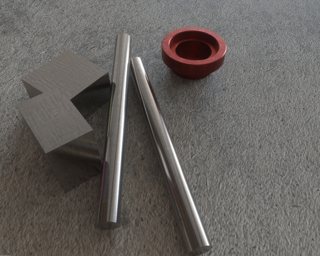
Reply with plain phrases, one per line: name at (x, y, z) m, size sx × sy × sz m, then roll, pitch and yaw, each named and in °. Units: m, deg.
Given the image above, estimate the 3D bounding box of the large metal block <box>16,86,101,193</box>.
large metal block at (-0.112, 0.014, 0.355) m, size 0.050 × 0.080 × 0.080 m, roll -29°, pitch 56°, yaw -22°

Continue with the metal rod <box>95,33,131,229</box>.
metal rod at (-0.056, -0.021, 0.407) m, size 0.025 × 0.025 × 0.300 m, roll 0°, pitch 54°, yaw -1°

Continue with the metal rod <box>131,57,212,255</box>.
metal rod at (0.000, 0.009, 0.395) m, size 0.025 × 0.025 × 0.300 m, roll -12°, pitch 51°, yaw -10°

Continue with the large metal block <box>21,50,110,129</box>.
large metal block at (-0.126, -0.055, 0.431) m, size 0.080 × 0.050 × 0.080 m, roll 30°, pitch 56°, yaw 23°

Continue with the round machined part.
round machined part at (0.052, -0.114, 0.488) m, size 0.099 × 0.042 × 0.098 m, roll 0°, pitch 50°, yaw 0°
